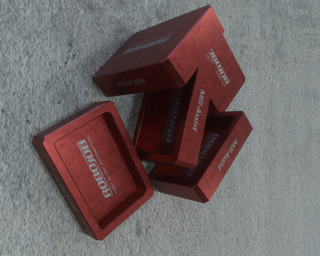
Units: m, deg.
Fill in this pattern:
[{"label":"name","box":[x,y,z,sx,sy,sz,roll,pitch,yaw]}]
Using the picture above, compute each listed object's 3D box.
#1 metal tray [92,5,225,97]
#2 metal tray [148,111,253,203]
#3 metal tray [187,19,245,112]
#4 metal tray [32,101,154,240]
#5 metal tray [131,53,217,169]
[{"label":"metal tray","box":[-0.007,-0.078,0.334,0.030,0.130,0.090,52,59,-28]},{"label":"metal tray","box":[0.054,0.032,0.411,0.130,0.090,0.030,-51,121,-28]},{"label":"metal tray","box":[0.073,-0.094,0.466,0.090,0.030,0.130,-52,121,-27]},{"label":"metal tray","box":[-0.068,0.046,0.347,0.091,0.030,0.129,-36,112,-34]},{"label":"metal tray","box":[0.014,-0.020,0.377,0.030,0.090,0.129,21,77,-39]}]
